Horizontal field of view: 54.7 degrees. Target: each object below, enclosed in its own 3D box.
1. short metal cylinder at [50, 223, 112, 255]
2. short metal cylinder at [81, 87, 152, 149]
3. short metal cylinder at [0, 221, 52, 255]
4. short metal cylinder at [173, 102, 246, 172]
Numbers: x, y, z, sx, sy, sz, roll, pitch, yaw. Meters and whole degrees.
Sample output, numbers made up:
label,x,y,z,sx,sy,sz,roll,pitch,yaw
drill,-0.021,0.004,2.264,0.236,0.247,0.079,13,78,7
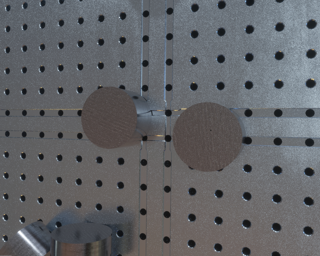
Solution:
label,x,y,z,sx,sy,sz,roll,pitch,yaw
short metal cylinder,-0.106,0.166,0.420,0.080,0.080,0.050,2,91,19
short metal cylinder,-0.058,-0.013,0.419,0.080,0.050,0.079,0,90,19
short metal cylinder,-0.186,0.183,0.447,0.050,0.080,0.080,38,102,16
short metal cylinder,0.061,0.010,0.377,0.080,0.050,0.079,0,90,19
